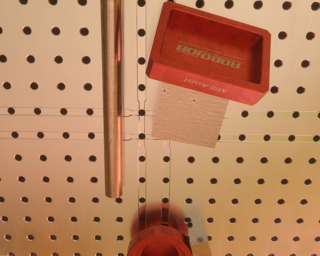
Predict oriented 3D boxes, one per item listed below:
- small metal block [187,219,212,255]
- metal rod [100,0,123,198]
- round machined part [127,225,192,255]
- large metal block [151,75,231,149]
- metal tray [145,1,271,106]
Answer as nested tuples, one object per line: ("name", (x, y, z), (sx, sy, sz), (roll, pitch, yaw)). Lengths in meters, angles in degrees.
("small metal block", (0.062, 0.176, 0.466), (0.025, 0.050, 0.050), (-15, 110, 5))
("metal rod", (-0.061, -0.045, 0.395), (0.025, 0.025, 0.298), (2, 110, -1))
("round machined part", (0.000, 0.189, 0.474), (0.099, 0.042, 0.097), (0, 110, -1))
("large metal block", (0.037, -0.027, 0.391), (0.081, 0.050, 0.079), (11, 110, -5))
("metal tray", (0.057, -0.085, 0.351), (0.131, 0.090, 0.030), (14, 154, -6))
